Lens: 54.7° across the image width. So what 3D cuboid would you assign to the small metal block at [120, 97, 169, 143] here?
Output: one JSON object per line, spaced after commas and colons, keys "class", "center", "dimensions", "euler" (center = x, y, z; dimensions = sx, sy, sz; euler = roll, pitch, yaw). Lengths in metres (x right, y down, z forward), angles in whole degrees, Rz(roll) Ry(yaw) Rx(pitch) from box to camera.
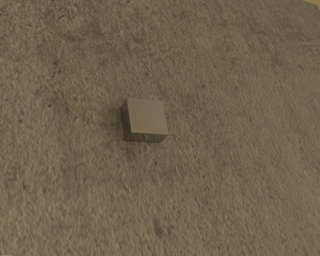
{"class": "small metal block", "center": [-0.021, -0.009, 0.400], "dimensions": [0.050, 0.025, 0.050], "euler": [4, 60, -27]}
